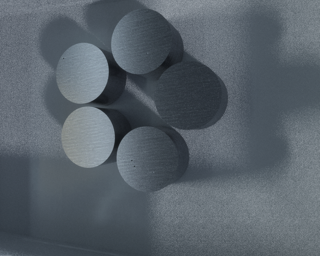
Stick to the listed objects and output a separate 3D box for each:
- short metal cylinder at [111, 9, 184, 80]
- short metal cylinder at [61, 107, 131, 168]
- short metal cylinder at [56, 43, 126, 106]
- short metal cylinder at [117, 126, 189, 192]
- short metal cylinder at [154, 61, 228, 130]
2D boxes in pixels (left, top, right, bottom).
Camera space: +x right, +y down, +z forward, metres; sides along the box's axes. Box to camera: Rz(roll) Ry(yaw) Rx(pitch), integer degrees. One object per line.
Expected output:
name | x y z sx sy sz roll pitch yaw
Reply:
short metal cylinder | -0.015 -0.105 0.400 0.080 0.050 0.080 0 90 20
short metal cylinder | -0.086 0.012 0.425 0.080 0.050 0.080 0 90 20
short metal cylinder | -0.094 -0.072 0.428 0.080 0.050 0.080 0 90 20
short metal cylinder | -0.008 0.038 0.398 0.080 0.050 0.080 0 90 20
short metal cylinder | 0.040 -0.038 0.381 0.080 0.050 0.080 0 90 20
